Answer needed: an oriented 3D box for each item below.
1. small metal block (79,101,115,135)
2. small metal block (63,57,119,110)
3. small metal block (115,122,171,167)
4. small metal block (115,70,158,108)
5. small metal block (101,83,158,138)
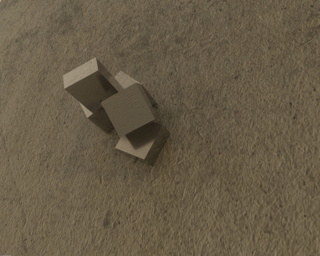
[{"bbox_3d":[-0.089,-0.025,0.450,0.025,0.050,0.050,-38,51,2],"label":"small metal block"},{"bbox_3d":[-0.089,-0.057,0.405,0.050,0.050,0.025,-26,53,12],"label":"small metal block"},{"bbox_3d":[-0.022,0.017,0.405,0.050,0.025,0.050,17,71,34],"label":"small metal block"},{"bbox_3d":[-0.037,-0.048,0.437,0.025,0.050,0.050,-49,52,-6],"label":"small metal block"},{"bbox_3d":[-0.037,-0.022,0.389,0.050,0.025,0.050,-28,90,10],"label":"small metal block"}]
